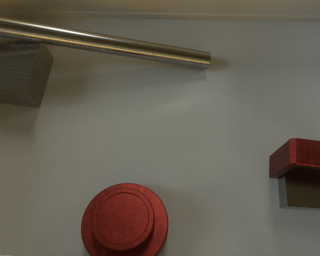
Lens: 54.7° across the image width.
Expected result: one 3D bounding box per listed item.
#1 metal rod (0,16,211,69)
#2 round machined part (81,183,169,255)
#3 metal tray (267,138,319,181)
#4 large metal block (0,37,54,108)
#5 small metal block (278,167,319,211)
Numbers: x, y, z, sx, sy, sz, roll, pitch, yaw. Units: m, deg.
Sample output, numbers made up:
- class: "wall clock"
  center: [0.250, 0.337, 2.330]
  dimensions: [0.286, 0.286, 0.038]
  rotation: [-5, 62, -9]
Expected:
- class: "metal rod"
  center: [-0.078, -0.114, 0.415]
  dimensions: [0.302, 0.025, 0.025]
  rotation: [6, 70, -12]
- class: "round machined part"
  center: [-0.040, 0.107, 0.350]
  dimensions: [0.099, 0.042, 0.098]
  rotation: [0, 57, 0]
- class: "metal tray"
  center: [0.208, 0.047, 0.373]
  dimensions: [0.131, 0.090, 0.030]
  rotation: [7, 70, 3]
- class: "large metal block"
  center: [-0.202, -0.078, 0.422]
  dimensions: [0.080, 0.050, 0.080]
  rotation: [7, 70, 2]
- class: "small metal block"
  center: [0.177, 0.075, 0.385]
  dimensions: [0.050, 0.025, 0.050]
  rotation: [3, 70, 1]
